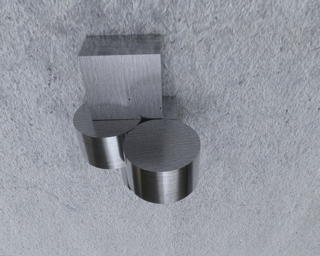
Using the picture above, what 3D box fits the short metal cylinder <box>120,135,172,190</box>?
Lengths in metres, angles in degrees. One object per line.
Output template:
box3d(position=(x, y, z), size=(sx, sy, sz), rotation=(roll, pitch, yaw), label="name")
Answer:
box3d(position=(-0.013, 0.041, 0.408), size=(0.081, 0.080, 0.050), rotation=(0, 130, 0), label="short metal cylinder")

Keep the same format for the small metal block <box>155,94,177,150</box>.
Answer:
box3d(position=(0.006, -0.008, 0.389), size=(0.025, 0.050, 0.050), rotation=(1, 130, -1), label="small metal block")

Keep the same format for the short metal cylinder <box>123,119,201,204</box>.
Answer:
box3d(position=(0.003, 0.034, 0.337), size=(0.080, 0.080, 0.050), rotation=(-2, 130, 1), label="short metal cylinder")

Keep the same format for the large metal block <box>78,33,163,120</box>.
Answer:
box3d(position=(-0.039, -0.056, 0.345), size=(0.080, 0.050, 0.079), rotation=(-2, 130, 1), label="large metal block")

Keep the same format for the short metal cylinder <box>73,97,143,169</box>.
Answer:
box3d(position=(-0.059, 0.003, 0.376), size=(0.080, 0.080, 0.050), rotation=(-2, 130, 1), label="short metal cylinder")
